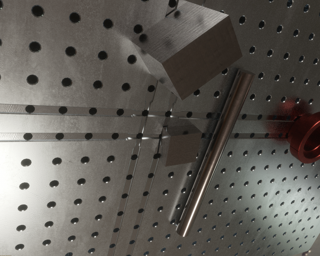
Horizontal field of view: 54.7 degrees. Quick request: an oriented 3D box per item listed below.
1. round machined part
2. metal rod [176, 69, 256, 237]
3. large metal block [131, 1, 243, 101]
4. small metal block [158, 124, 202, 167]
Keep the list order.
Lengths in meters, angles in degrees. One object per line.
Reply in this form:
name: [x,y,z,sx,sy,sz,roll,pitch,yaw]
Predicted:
round machined part: [0.273,0.013,0.561,0.099,0.042,0.097,-14,125,-21]
metal rod: [0.081,0.053,0.490,0.025,0.025,0.298,3,117,-30]
large metal block: [0.027,-0.087,0.338,0.080,0.080,0.050,-37,130,-4]
small metal block: [0.028,0.025,0.444,0.050,0.025,0.050,-6,121,-26]
